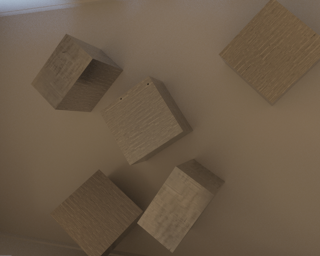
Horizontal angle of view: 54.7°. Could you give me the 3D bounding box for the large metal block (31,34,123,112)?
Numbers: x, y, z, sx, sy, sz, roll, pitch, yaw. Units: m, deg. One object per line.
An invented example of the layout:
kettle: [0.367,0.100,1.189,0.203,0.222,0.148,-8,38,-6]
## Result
large metal block: [-0.109,-0.069,0.418,0.050,0.080,0.080,44,103,14]

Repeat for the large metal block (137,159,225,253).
large metal block: [0.029,0.088,0.371,0.050,0.080,0.080,36,101,16]

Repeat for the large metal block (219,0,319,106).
large metal block: [0.128,-0.082,0.352,0.080,0.050,0.080,-46,76,14]

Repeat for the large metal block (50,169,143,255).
large metal block: [-0.080,0.116,0.404,0.080,0.050,0.080,40,67,15]

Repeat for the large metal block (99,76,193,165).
large metal block: [-0.017,-0.009,0.402,0.080,0.050,0.080,-34,79,16]
